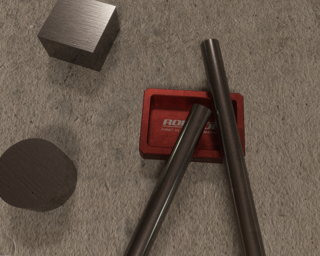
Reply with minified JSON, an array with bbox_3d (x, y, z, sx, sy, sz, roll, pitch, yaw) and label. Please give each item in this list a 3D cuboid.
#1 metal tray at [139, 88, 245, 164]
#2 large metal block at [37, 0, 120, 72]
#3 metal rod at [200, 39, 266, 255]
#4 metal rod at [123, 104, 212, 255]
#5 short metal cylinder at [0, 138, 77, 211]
[{"bbox_3d":[0.042,-0.003,0.406,0.131,0.030,0.090,3,70,1],"label":"metal tray"},{"bbox_3d":[-0.112,-0.137,0.444,0.080,0.050,0.080,18,71,6],"label":"large metal block"},{"bbox_3d":[0.085,0.027,0.367,0.025,0.025,0.299,-6,70,-3],"label":"metal rod"},{"bbox_3d":[-0.012,0.109,0.347,0.025,0.025,0.299,24,79,8],"label":"metal rod"},{"bbox_3d":[-0.146,0.058,0.372,0.081,0.050,0.080,0,70,0],"label":"short metal cylinder"}]
